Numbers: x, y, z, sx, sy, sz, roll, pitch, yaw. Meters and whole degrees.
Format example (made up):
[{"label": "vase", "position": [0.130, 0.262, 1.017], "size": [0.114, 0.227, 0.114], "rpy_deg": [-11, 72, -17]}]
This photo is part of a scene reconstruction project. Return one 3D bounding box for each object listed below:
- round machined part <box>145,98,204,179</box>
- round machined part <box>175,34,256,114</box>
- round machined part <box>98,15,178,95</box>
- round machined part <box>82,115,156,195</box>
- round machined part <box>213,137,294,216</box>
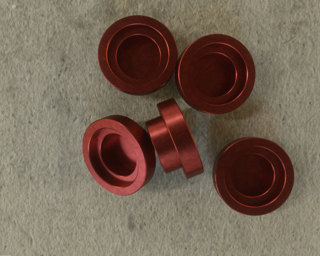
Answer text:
[{"label": "round machined part", "position": [0.014, 0.016, 0.374], "size": [0.042, 0.098, 0.098], "rpy_deg": [-22, 90, -1]}, {"label": "round machined part", "position": [0.067, -0.067, 0.397], "size": [0.099, 0.042, 0.097], "rpy_deg": [-1, 94, -9]}, {"label": "round machined part", "position": [-0.027, -0.091, 0.401], "size": [0.099, 0.042, 0.097], "rpy_deg": [0, 90, -1]}, {"label": "round machined part", "position": [-0.046, 0.030, 0.385], "size": [0.098, 0.042, 0.097], "rpy_deg": [11, 112, 30]}, {"label": "round machined part", "position": [0.117, 0.060, 0.403], "size": [0.099, 0.042, 0.097], "rpy_deg": [0, 90, -1]}]
